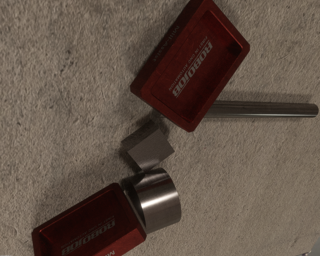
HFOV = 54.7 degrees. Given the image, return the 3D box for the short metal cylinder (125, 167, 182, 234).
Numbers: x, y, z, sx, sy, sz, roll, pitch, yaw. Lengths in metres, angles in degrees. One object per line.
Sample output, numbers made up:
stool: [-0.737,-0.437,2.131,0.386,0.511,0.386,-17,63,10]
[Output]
short metal cylinder: [-0.012,0.100,0.429,0.050,0.080,0.079,-15,125,-21]

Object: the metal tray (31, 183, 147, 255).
metal tray: [-0.093,0.138,0.399,0.131,0.090,0.030,-30,129,-10]

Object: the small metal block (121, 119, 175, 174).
small metal block: [-0.016,0.025,0.416,0.050,0.025,0.050,-37,130,-4]

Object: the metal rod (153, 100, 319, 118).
metal rod: [0.130,-0.027,0.463,0.303,0.025,0.025,-1,119,-28]

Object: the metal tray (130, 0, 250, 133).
metal tray: [0.038,-0.071,0.362,0.090,0.030,0.130,36,89,-33]
